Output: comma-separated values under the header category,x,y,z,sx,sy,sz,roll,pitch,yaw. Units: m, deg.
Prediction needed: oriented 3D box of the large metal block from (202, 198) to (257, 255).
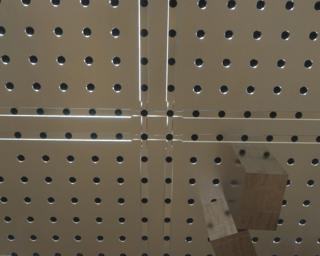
category,x,y,z,sx,sy,sz,roll,pitch,yaw
large metal block,0.102,0.157,0.442,0.050,0.080,0.080,-20,109,7

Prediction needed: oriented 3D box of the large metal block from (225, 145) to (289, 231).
category,x,y,z,sx,sy,sz,roll,pitch,yaw
large metal block,0.123,0.077,0.413,0.050,0.080,0.079,3,110,-1
